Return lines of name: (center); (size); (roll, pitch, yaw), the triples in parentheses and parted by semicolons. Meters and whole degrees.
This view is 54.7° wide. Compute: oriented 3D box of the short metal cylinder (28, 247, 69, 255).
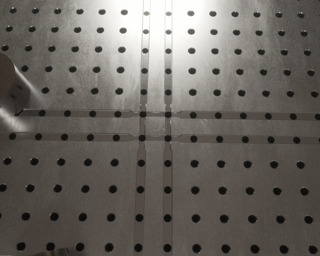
short metal cylinder: (-0.134, 0.161, 0.322); (0.081, 0.080, 0.050); (-13, 71, -5)

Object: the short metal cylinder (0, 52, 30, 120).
short metal cylinder: (-0.225, -0.056, 0.416); (0.081, 0.050, 0.080); (0, 70, -1)
